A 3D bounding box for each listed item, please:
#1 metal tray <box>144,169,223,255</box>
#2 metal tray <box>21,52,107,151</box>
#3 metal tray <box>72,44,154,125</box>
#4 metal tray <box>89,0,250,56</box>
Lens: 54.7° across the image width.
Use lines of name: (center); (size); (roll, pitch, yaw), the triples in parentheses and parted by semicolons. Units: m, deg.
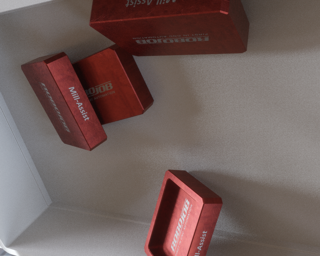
metal tray: (0.026, 0.131, 0.408); (0.090, 0.030, 0.129); (32, 110, 56)
metal tray: (-0.132, -0.035, 0.427); (0.090, 0.030, 0.129); (7, 127, 48)
metal tray: (-0.083, -0.051, 0.416); (0.130, 0.030, 0.090); (-13, 112, 33)
metal tray: (0.011, -0.100, 0.297); (0.130, 0.090, 0.030); (5, 84, 25)
